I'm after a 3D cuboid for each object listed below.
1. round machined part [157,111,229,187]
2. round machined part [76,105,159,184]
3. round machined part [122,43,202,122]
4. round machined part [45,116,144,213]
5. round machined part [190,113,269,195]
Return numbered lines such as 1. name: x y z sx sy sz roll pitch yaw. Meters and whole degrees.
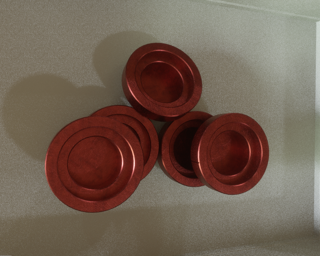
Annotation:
1. round machined part: 0.040 0.027 0.415 0.099 0.042 0.097 0 90 -20
2. round machined part: -0.054 0.022 0.380 0.099 0.042 0.097 0 90 -20
3. round machined part: 0.000 -0.053 0.389 0.099 0.042 0.098 7 70 -19
4. round machined part: -0.070 0.036 0.330 0.099 0.042 0.097 0 90 -20
5. round machined part: 0.082 0.031 0.386 0.099 0.042 0.097 0 90 -20
